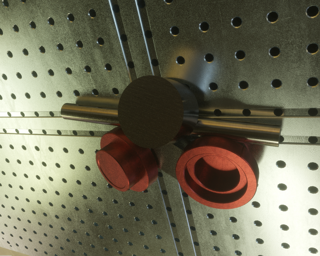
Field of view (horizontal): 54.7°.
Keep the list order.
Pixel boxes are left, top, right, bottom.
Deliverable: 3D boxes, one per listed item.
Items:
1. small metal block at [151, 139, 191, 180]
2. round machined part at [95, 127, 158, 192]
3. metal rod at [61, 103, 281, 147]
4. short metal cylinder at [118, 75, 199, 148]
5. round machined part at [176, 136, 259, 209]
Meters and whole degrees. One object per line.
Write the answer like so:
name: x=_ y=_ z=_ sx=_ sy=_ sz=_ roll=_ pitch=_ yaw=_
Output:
small metal block: x=0.016 y=0.034 z=0.419 sx=0.050 sy=0.025 sz=0.050 roll=32 pitch=129 yaw=7
round machined part: x=-0.053 y=0.050 z=0.437 sx=0.098 sy=0.042 sz=0.097 roll=29 pitch=137 yaw=31
metal rod: x=-0.004 y=-0.008 z=0.403 sx=0.301 sy=0.025 sz=0.025 roll=7 pitch=122 yaw=24
short metal cylinder: x=-0.001 y=-0.019 z=0.360 sx=0.080 sy=0.050 sz=0.079 roll=1 pitch=94 yaw=25
round machined part: x=0.073 y=0.050 z=0.385 sx=0.098 sy=0.042 sz=0.097 roll=12 pitch=125 yaw=17
